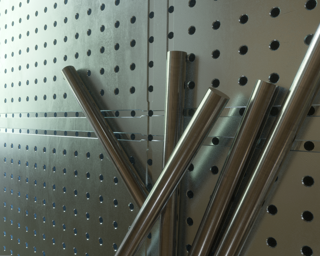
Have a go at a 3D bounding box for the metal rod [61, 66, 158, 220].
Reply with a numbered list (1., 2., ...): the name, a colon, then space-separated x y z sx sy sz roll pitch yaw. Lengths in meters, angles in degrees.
1. metal rod: -0.084 0.012 0.480 0.025 0.025 0.299 -49 61 29

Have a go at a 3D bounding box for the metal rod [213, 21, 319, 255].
1. metal rod: 0.110 0.040 0.318 0.025 0.025 0.298 31 109 36

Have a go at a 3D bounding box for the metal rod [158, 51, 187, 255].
1. metal rod: 0.015 0.054 0.397 0.025 0.025 0.298 5 93 40

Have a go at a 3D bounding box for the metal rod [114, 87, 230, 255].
1. metal rod: -0.003 0.087 0.378 0.025 0.025 0.298 41 114 32

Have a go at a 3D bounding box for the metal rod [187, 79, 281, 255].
1. metal rod: 0.067 0.091 0.354 0.025 0.025 0.298 29 108 36
